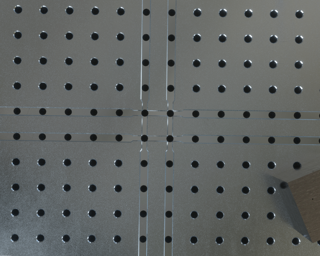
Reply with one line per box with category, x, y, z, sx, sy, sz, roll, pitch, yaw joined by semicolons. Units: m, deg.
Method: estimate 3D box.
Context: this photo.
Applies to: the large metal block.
large metal block;0.208;0.088;0.402;0.080;0.050;0.080;-22;90;0
